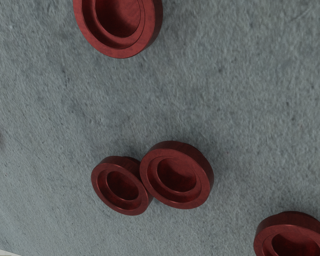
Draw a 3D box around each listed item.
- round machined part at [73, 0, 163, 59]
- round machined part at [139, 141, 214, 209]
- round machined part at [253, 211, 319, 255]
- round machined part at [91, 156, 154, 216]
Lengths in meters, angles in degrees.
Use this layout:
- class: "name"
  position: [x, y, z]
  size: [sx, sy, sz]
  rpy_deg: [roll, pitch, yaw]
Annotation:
- class: "round machined part"
  position: [-0.041, -0.129, 0.336]
  size: [0.098, 0.042, 0.097]
  rpy_deg: [13, 124, 20]
- class: "round machined part"
  position: [0.025, 0.058, 0.417]
  size: [0.098, 0.042, 0.097]
  rpy_deg: [13, 124, 20]
- class: "round machined part"
  position: [0.173, 0.145, 0.394]
  size: [0.098, 0.042, 0.097]
  rpy_deg: [13, 124, 20]
- class: "round machined part"
  position: [-0.052, 0.082, 0.472]
  size: [0.098, 0.042, 0.097]
  rpy_deg: [14, 125, 21]
